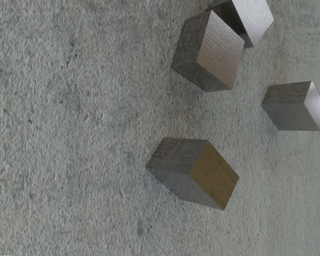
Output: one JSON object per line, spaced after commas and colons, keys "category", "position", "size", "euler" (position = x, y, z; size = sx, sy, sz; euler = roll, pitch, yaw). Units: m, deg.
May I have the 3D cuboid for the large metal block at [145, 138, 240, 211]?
{"category": "large metal block", "position": [0.042, 0.058, 0.404], "size": [0.080, 0.080, 0.050], "euler": [47, 62, -30]}

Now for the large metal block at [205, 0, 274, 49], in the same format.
{"category": "large metal block", "position": [0.130, -0.181, 0.496], "size": [0.080, 0.050, 0.080], "euler": [-51, 120, -28]}

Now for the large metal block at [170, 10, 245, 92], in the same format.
{"category": "large metal block", "position": [0.070, -0.107, 0.447], "size": [0.080, 0.050, 0.080], "euler": [27, 73, -37]}

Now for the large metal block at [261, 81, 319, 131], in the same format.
{"category": "large metal block", "position": [0.251, -0.038, 0.579], "size": [0.080, 0.080, 0.050], "euler": [44, 63, -31]}
